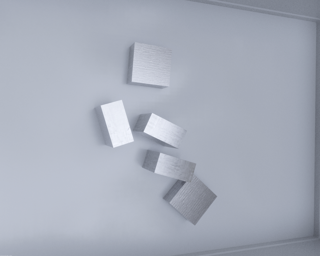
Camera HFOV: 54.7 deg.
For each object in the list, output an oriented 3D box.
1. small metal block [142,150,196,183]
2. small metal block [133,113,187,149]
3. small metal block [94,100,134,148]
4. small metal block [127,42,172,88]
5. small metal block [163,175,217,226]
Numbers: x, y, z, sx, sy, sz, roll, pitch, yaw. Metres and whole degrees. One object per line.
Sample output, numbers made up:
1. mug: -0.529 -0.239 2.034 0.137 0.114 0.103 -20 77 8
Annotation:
1. small metal block: 0.011 0.049 0.401 0.050 0.050 0.025 18 84 -19
2. small metal block: -0.001 0.004 0.397 0.050 0.050 0.025 26 82 -18
3. small metal block: -0.057 -0.005 0.376 0.025 0.050 0.050 -18 96 -19
4. small metal block: -0.014 -0.080 0.405 0.050 0.025 0.050 5 89 -20
5. small metal block: 0.041 0.096 0.426 0.050 0.025 0.050 45 76 -15
